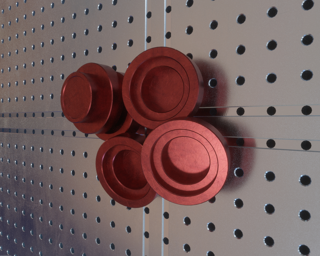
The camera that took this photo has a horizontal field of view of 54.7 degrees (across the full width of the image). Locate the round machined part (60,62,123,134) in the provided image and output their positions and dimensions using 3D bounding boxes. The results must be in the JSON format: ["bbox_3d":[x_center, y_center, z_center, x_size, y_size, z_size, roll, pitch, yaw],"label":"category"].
[{"bbox_3d":[-0.098,-0.040,0.422,0.098,0.042,0.097,0,90,39],"label":"round machined part"}]

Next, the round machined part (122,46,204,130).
[{"bbox_3d":[0.006,-0.046,0.379,0.098,0.042,0.097,1,91,23],"label":"round machined part"}]

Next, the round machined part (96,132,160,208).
[{"bbox_3d":[-0.034,0.052,0.413,0.098,0.042,0.097,8,108,27],"label":"round machined part"}]

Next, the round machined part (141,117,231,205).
[{"bbox_3d":[0.031,0.035,0.355,0.098,0.042,0.097,3,101,18],"label":"round machined part"}]

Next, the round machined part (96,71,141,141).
[{"bbox_3d":[-0.057,-0.030,0.442,0.098,0.042,0.097,0,90,39],"label":"round machined part"}]
